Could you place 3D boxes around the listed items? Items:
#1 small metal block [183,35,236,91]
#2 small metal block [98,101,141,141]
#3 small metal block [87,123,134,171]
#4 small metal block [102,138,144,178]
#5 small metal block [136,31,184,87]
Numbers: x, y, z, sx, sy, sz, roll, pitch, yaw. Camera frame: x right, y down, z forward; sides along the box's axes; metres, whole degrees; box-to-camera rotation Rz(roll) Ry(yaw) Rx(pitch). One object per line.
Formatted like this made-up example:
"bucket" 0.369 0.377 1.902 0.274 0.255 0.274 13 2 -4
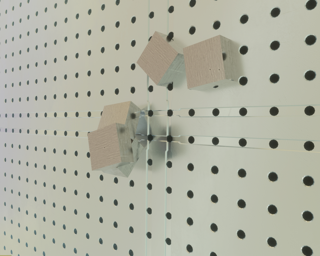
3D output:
"small metal block" 0.057 -0.074 0.363 0.050 0.025 0.050 -10 83 39
"small metal block" -0.059 -0.008 0.443 0.050 0.025 0.050 -7 59 33
"small metal block" -0.064 0.025 0.402 0.050 0.025 0.050 -19 73 30
"small metal block" -0.058 0.040 0.442 0.050 0.025 0.050 3 53 40
"small metal block" 0.003 -0.090 0.408 0.050 0.025 0.050 51 120 28
